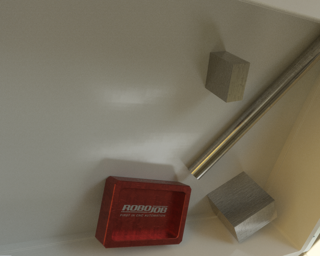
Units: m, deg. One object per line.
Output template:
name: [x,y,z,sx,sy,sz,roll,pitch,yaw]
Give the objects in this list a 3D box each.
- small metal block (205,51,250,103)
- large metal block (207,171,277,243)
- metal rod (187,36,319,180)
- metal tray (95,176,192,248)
small metal block: [0.085,-0.067,0.400,0.025,0.050,0.050,-10,123,-23]
large metal block: [0.141,0.135,0.537,0.080,0.080,0.050,-30,129,-9]
metal rod: [0.157,-0.035,0.475,0.300,0.025,0.025,-46,130,3]
metal tray: [-0.020,0.121,0.448,0.131,0.030,0.089,11,88,-34]
